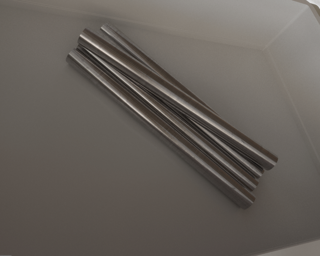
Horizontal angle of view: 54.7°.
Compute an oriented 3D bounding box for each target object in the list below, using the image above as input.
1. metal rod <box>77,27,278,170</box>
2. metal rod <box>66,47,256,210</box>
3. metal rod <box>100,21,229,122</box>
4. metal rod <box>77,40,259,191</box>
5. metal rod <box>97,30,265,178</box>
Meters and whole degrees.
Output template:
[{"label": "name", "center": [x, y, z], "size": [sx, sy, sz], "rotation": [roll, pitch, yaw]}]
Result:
[{"label": "metal rod", "center": [0.028, -0.035, 0.407], "size": [0.301, 0.025, 0.025], "rotation": [33, 51, -6]}, {"label": "metal rod", "center": [0.002, 0.001, 0.404], "size": [0.300, 0.025, 0.025], "rotation": [40, 51, -1]}, {"label": "metal rod", "center": [0.034, -0.048, 0.451], "size": [0.300, 0.025, 0.025], "rotation": [40, 51, -1]}, {"label": "metal rod", "center": [0.011, -0.017, 0.420], "size": [0.300, 0.025, 0.025], "rotation": [40, 51, -1]}, {"label": "metal rod", "center": [0.024, -0.031, 0.435], "size": [0.300, 0.025, 0.025], "rotation": [40, 51, -1]}]
